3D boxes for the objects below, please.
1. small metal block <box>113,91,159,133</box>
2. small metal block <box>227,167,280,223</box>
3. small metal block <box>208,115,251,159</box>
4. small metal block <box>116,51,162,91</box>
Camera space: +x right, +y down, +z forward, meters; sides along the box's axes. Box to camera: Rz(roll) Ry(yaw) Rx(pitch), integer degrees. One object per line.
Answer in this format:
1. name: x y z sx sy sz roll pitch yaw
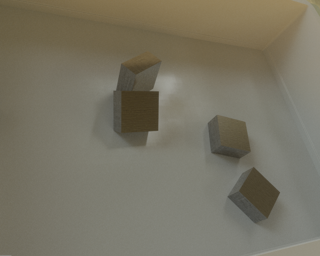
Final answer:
1. small metal block: -0.030 -0.021 0.387 0.050 0.025 0.050 -3 98 -30
2. small metal block: 0.127 0.090 0.419 0.050 0.025 0.050 44 51 2
3. small metal block: 0.100 0.013 0.451 0.050 0.025 0.050 13 57 -21
4. small metal block: -0.029 -0.068 0.412 0.025 0.050 0.050 39 50 17
